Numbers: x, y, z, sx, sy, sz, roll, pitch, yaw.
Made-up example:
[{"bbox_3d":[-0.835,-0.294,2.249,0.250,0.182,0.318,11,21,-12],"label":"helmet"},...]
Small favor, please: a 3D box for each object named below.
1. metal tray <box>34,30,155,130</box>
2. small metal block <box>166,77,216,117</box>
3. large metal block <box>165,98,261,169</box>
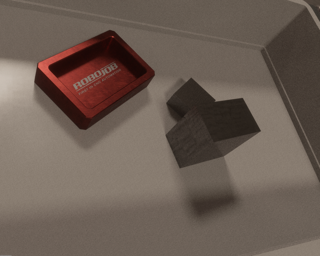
[{"bbox_3d":[-0.079,-0.067,0.401,0.090,0.030,0.131,46,51,3],"label":"metal tray"},{"bbox_3d":[0.046,-0.039,0.456,0.050,0.025,0.050,43,51,1],"label":"small metal block"},{"bbox_3d":[0.067,0.007,0.404,0.081,0.080,0.050,-10,67,-33],"label":"large metal block"}]
